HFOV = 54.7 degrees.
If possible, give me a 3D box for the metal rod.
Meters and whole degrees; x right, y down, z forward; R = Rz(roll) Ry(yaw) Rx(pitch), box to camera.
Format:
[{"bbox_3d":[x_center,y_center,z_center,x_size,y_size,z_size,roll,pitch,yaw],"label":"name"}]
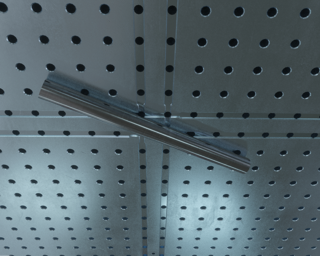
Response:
[{"bbox_3d":[-0.007,0.005,0.416,0.302,0.025,0.025,21,127,-18],"label":"metal rod"}]
